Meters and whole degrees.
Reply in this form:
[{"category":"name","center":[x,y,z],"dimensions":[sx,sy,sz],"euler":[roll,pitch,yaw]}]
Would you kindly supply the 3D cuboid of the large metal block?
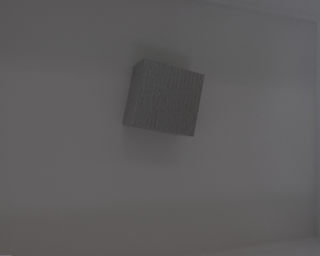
[{"category":"large metal block","center":[0.004,-0.036,0.398],"dimensions":[0.081,0.050,0.080],"euler":[12,86,-20]}]
